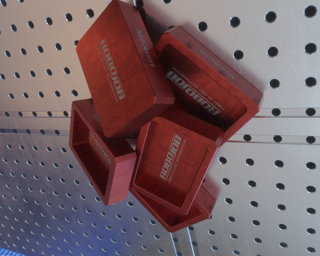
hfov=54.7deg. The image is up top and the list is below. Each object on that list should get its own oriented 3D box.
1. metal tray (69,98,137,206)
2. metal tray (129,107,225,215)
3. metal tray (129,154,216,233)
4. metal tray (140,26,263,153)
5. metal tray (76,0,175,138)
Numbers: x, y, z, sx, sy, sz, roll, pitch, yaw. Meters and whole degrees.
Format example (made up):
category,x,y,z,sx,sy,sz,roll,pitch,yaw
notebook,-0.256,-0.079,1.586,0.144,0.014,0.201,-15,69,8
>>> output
category,x,y,z,sx,sy,sz,roll,pitch,yaw
metal tray,-0.085,0.030,0.430,0.130,0.030,0.089,47,136,35
metal tray,0.014,0.041,0.386,0.090,0.030,0.129,25,127,12
metal tray,0.006,0.089,0.458,0.130,0.030,0.090,48,128,-6
metal tray,0.040,-0.041,0.360,0.130,0.030,0.089,40,129,0
metal tray,-0.045,-0.064,0.351,0.090,0.030,0.130,-34,69,38
